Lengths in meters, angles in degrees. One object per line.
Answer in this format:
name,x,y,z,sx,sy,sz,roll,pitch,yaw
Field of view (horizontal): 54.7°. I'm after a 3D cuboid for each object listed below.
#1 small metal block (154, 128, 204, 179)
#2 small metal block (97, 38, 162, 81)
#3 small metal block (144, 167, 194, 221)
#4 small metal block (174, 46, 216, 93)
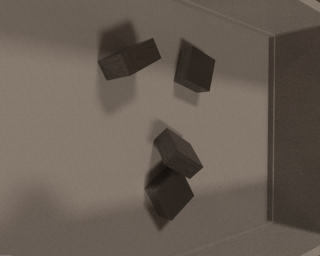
small metal block,0.024,0.034,0.410,0.025,0.050,0.050,-45,127,15
small metal block,-0.036,-0.080,0.362,0.050,0.050,0.025,-37,113,-34
small metal block,0.014,0.087,0.420,0.050,0.025,0.050,-40,114,-33
small metal block,0.051,-0.084,0.452,0.050,0.025,0.050,19,78,-39
